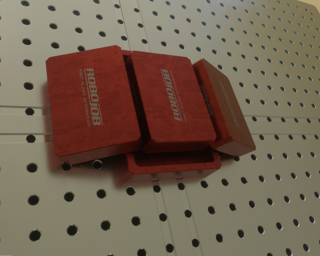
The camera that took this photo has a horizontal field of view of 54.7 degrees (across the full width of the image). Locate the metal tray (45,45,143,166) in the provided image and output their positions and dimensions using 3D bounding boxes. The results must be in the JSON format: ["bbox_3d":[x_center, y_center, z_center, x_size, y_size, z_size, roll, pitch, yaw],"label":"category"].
[{"bbox_3d":[-0.078,-0.030,0.359,0.091,0.030,0.130,-12,66,-6],"label":"metal tray"}]

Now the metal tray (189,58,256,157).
[{"bbox_3d":[0.088,-0.028,0.447,0.090,0.030,0.130,19,49,-51],"label":"metal tray"}]

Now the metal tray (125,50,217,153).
[{"bbox_3d":[0.010,-0.035,0.394,0.091,0.030,0.130,0,62,-29],"label":"metal tray"}]

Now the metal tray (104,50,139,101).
[{"bbox_3d":[-0.012,-0.061,0.437,0.131,0.030,0.090,0,62,-28],"label":"metal tray"}]

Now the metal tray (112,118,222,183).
[{"bbox_3d":[0.009,0.019,0.400,0.131,0.030,0.090,0,62,-28],"label":"metal tray"}]
